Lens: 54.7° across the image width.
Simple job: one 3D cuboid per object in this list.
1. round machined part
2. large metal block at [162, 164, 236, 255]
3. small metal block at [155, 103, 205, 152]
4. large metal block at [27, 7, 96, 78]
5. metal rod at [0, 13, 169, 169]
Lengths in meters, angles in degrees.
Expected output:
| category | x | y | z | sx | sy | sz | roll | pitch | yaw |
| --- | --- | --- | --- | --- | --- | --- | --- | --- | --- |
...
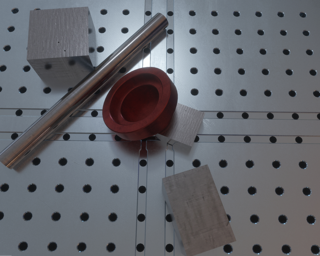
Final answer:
| category | x | y | z | sx | sy | sz | roll | pitch | yaw |
| --- | --- | --- | --- | --- | --- | --- | --- | --- | --- |
| round machined part | -0.021 | -0.027 | 0.398 | 0.098 | 0.042 | 0.098 | -15 | 55 | 22 |
| large metal block | 0.038 | 0.094 | 0.348 | 0.050 | 0.080 | 0.080 | -17 | 71 | -6 |
| small metal block | 0.027 | -0.003 | 0.413 | 0.050 | 0.025 | 0.050 | 21 | 71 | 7 |
| large metal block | -0.137 | -0.121 | 0.442 | 0.081 | 0.050 | 0.080 | -5 | 70 | -2 |
| metal rod | -0.097 | -0.060 | 0.432 | 0.025 | 0.025 | 0.301 | 40 | 75 | 13 |
